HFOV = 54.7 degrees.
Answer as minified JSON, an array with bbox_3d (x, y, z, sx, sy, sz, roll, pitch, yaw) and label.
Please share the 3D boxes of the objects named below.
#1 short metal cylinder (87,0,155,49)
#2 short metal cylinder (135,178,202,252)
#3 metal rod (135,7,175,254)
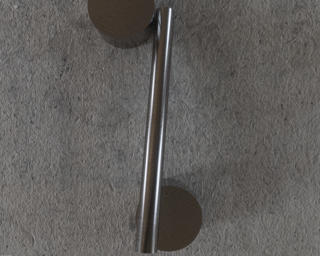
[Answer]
[{"bbox_3d":[-0.047,-0.147,0.397,0.081,0.050,0.080,0,90,0],"label":"short metal cylinder"},{"bbox_3d":[0.011,0.109,0.398,0.081,0.050,0.080,0,90,0],"label":"short metal cylinder"},{"bbox_3d":[-0.004,-0.008,0.378,0.025,0.025,0.299,4,77,0],"label":"metal rod"}]
